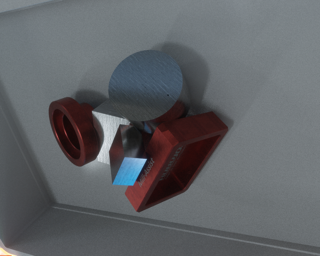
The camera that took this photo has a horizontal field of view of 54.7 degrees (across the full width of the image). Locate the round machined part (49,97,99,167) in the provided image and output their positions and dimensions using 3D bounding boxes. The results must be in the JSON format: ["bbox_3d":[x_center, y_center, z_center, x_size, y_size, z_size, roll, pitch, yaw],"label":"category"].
[{"bbox_3d":[-0.114,0.002,0.440,0.098,0.042,0.097,30,133,39],"label":"round machined part"}]

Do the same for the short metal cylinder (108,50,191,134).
[{"bbox_3d":[-0.010,-0.038,0.343,0.080,0.080,0.050,15,169,19],"label":"short metal cylinder"}]

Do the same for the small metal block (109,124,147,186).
[{"bbox_3d":[-0.039,0.032,0.363,0.025,0.050,0.050,8,132,-23],"label":"small metal block"}]

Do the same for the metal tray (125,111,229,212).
[{"bbox_3d":[0.018,0.043,0.379,0.030,0.091,0.129,50,134,28],"label":"metal tray"}]

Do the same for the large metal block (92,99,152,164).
[{"bbox_3d":[-0.039,0.009,0.415,0.080,0.050,0.079,14,124,20],"label":"large metal block"}]
